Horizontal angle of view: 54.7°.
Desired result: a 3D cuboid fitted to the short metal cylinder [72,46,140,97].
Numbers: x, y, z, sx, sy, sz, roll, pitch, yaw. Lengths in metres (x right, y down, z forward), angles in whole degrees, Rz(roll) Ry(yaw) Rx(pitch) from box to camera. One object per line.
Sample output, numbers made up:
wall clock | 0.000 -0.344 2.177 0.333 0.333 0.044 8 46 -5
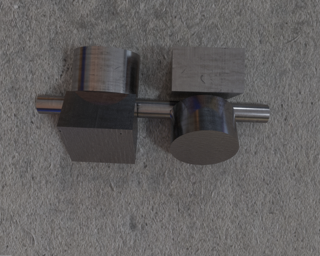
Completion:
short metal cylinder | -0.066 -0.066 0.383 0.080 0.080 0.050 3 90 0

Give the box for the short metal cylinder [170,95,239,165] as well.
short metal cylinder | 0.053 0.004 0.378 0.081 0.080 0.050 2 55 0

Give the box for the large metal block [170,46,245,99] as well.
large metal block | 0.054 -0.065 0.384 0.081 0.080 0.050 1 90 0

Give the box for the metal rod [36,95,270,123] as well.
metal rod | -0.008 -0.025 0.413 0.302 0.025 0.025 2 90 -1

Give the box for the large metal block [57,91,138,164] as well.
large metal block | -0.070 0.002 0.377 0.081 0.080 0.050 3 56 -1
